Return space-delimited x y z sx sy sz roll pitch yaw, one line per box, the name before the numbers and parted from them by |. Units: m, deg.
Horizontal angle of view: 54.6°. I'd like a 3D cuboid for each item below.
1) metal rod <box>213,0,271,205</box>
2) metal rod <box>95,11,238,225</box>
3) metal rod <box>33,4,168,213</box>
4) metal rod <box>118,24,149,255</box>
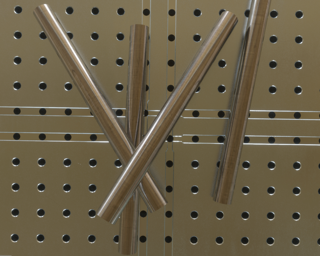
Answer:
metal rod | 0.112 -0.048 0.413 0.025 0.025 0.299 11 90 0
metal rod | 0.016 -0.023 0.379 0.025 0.025 0.300 32 76 0
metal rod | -0.079 -0.030 0.395 0.025 0.025 0.299 -32 83 0
metal rod | -0.035 0.015 0.413 0.025 0.025 0.298 3 90 0
